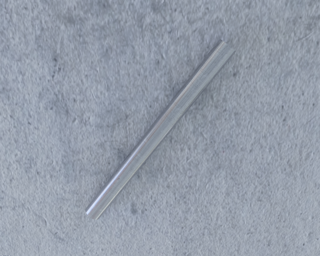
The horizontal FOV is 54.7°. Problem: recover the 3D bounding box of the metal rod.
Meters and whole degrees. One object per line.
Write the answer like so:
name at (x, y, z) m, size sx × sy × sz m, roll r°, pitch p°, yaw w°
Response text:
metal rod at (-0.008, 0.012, 0.414) m, size 0.025 × 0.025 × 0.299 m, roll 35°, pitch 106°, yaw -12°
